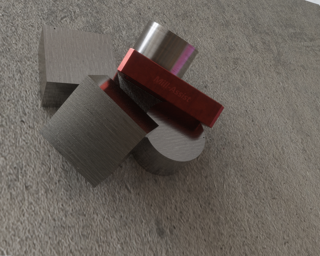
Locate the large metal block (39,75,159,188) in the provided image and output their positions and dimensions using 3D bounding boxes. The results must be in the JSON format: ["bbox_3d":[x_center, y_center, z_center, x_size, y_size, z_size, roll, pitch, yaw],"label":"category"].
[{"bbox_3d":[-0.062,0.001,0.327,0.080,0.080,0.050,45,15,2],"label":"large metal block"}]

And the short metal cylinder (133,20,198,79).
[{"bbox_3d":[0.006,-0.106,0.432,0.080,0.050,0.080,31,11,-6],"label":"short metal cylinder"}]

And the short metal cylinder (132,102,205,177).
[{"bbox_3d":[0.009,0.014,0.386,0.081,0.050,0.080,14,56,-21],"label":"short metal cylinder"}]

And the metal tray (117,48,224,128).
[{"bbox_3d":[0.010,-0.049,0.400,0.130,0.090,0.030,31,92,-8],"label":"metal tray"}]

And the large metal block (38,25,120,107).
[{"bbox_3d":[-0.101,-0.071,0.376,0.081,0.050,0.080,1,61,-28],"label":"large metal block"}]
